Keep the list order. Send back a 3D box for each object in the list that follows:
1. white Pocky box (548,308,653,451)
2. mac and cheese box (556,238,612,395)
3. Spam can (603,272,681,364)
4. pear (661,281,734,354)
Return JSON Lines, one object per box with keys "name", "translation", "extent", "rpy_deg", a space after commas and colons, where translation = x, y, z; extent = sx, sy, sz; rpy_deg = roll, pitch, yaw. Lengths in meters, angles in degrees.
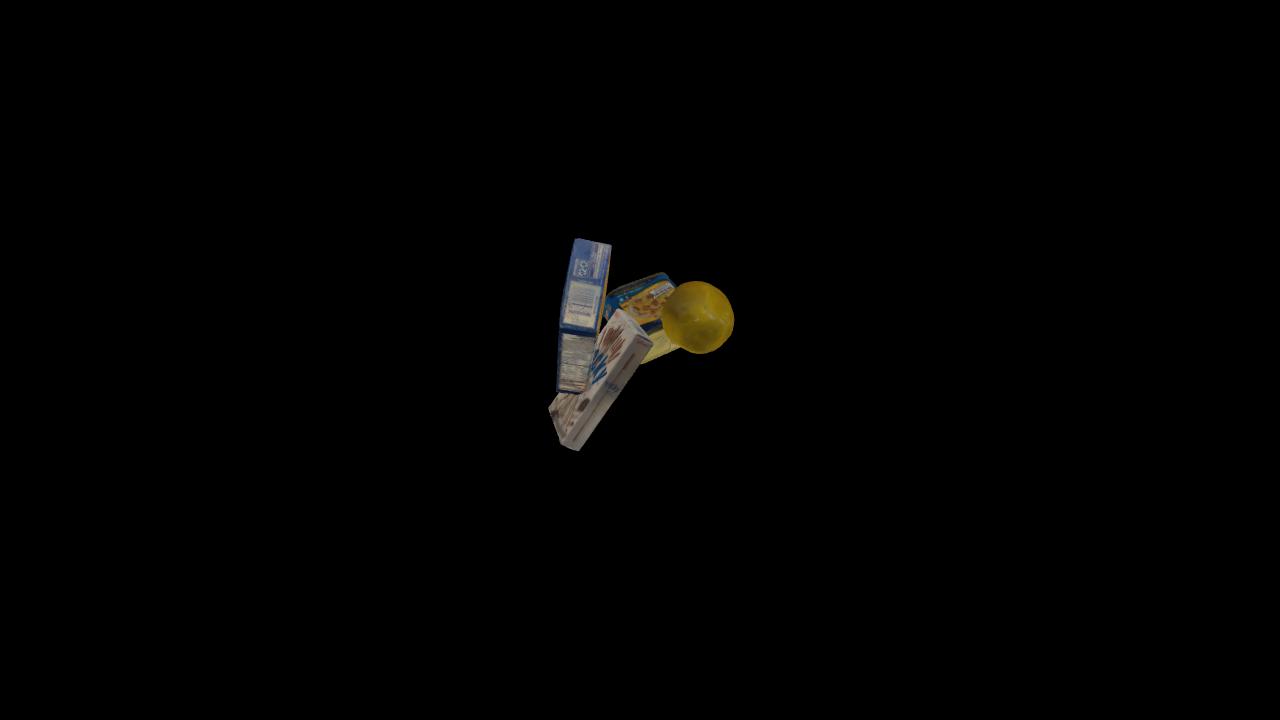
{"name": "white Pocky box", "translation": [-0.048, 0.021, 0.706], "extent": [0.028, 0.154, 0.084], "rpy_deg": [29, 13, -28]}
{"name": "mac and cheese box", "translation": [-0.061, -0.035, 0.632], "extent": [0.041, 0.093, 0.184], "rpy_deg": [8, -21, -5]}
{"name": "Spam can", "translation": [0.015, -0.054, 0.762], "extent": [0.101, 0.085, 0.058], "rpy_deg": [-23, -30, -27]}
{"name": "pear", "translation": [0.060, -0.062, 0.677], "extent": [0.080, 0.080, 0.111], "rpy_deg": [0, 43, -13]}
